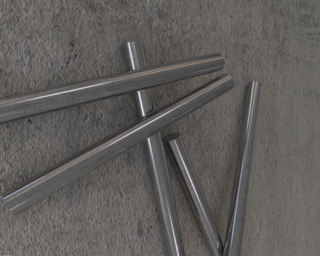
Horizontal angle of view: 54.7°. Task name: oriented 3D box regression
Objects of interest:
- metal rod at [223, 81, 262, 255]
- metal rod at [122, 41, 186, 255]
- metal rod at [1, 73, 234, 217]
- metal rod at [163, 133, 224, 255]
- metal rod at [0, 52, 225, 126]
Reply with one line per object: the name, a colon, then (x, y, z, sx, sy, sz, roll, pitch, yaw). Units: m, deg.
metal rod: (0.135, 0.063, 0.499, 0.025, 0.025, 0.299, 27, 68, -37)
metal rod: (-0.005, 0.041, 0.400, 0.025, 0.025, 0.298, -19, 102, -38)
metal rod: (-0.025, 0.004, 0.355, 0.302, 0.025, 0.025, -30, 109, -27)
metal rod: (0.071, 0.143, 0.463, 0.025, 0.025, 0.299, -36, 112, -34)
metal rod: (-0.046, -0.048, 0.339, 0.302, 0.025, 0.025, -18, 102, -30)
